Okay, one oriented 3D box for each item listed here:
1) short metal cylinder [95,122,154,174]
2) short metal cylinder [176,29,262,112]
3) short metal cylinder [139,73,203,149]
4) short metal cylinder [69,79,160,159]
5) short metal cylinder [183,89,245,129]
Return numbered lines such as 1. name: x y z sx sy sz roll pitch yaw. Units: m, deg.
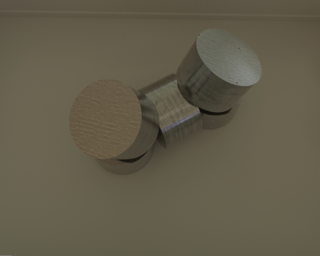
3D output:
1. short metal cylinder: -0.048 0.014 0.389 0.081 0.050 0.080 0 70 0
2. short metal cylinder: 0.066 -0.065 0.350 0.081 0.050 0.080 12 55 -18
3. short metal cylinder: 0.010 -0.021 0.386 0.050 0.080 0.080 -28 73 -10
4. short metal cylinder: -0.047 -0.007 0.328 0.080 0.050 0.080 -2 83 19
5. short metal cylinder: 0.068 -0.044 0.412 0.081 0.050 0.080 0 70 0
